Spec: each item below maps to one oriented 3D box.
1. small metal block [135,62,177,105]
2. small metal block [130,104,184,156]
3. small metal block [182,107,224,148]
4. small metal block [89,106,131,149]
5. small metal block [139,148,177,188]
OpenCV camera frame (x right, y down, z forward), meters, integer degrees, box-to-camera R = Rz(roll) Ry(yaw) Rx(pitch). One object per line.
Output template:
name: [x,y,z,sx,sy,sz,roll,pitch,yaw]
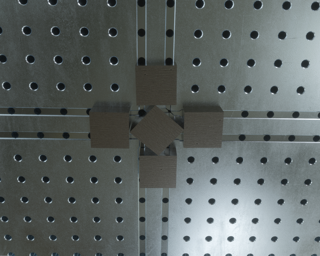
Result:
small metal block: [-0.005,-0.056,0.393,0.050,0.025,0.050,-1,110,-1]
small metal block: [-0.004,0.000,0.413,0.050,0.025,0.050,40,105,-14]
small metal block: [0.056,-0.001,0.414,0.050,0.025,0.050,0,110,-1]
small metal block: [-0.065,-0.001,0.412,0.050,0.025,0.050,1,110,-1]
small metal block: [-0.003,0.056,0.434,0.050,0.025,0.050,0,110,-1]
